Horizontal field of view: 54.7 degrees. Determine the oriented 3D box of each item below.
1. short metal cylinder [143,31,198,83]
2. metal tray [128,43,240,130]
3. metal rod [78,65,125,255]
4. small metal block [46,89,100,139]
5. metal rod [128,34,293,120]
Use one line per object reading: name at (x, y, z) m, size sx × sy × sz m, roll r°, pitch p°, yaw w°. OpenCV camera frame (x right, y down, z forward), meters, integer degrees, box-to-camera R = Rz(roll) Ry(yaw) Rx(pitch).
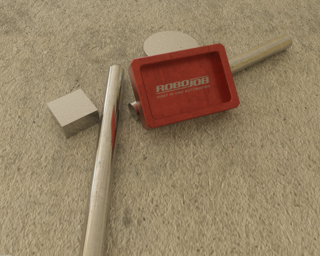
short metal cylinder at (0.016, -0.105, 0.475) m, size 0.081 × 0.050 × 0.080 m, roll 0°, pitch 50°, yaw 0°
metal tray at (0.032, -0.055, 0.412) m, size 0.131 × 0.030 × 0.090 m, roll -14°, pitch 87°, yaw -15°
metal rod at (-0.066, 0.028, 0.378) m, size 0.025 × 0.025 × 0.300 m, roll 0°, pitch 50°, yaw 0°
small metal block at (-0.117, -0.020, 0.419) m, size 0.050 × 0.025 × 0.050 m, roll -29°, pitch 56°, yaw -22°
metal rod at (0.089, -0.085, 0.474) m, size 0.302 × 0.025 × 0.025 m, roll -27°, pitch 55°, yaw -21°
